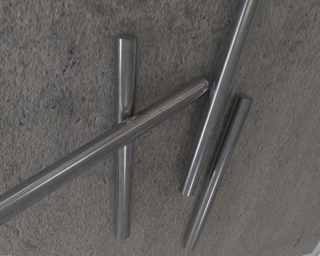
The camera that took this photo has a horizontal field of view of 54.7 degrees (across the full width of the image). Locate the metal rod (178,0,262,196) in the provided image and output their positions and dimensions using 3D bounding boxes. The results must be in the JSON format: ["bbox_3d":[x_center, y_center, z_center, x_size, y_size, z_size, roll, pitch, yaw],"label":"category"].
[{"bbox_3d":[0.074,-0.038,0.399,0.025,0.025,0.298,1,118,-29],"label":"metal rod"}]

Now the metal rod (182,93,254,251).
[{"bbox_3d":[0.088,0.086,0.507,0.025,0.025,0.298,0,118,-29],"label":"metal rod"}]

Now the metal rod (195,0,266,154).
[{"bbox_3d":[0.081,-0.037,0.427,0.025,0.025,0.298,1,118,-29],"label":"metal rod"}]

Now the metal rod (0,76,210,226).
[{"bbox_3d":[-0.058,0.018,0.339,0.302,0.025,0.025,-33,130,-25],"label":"metal rod"}]

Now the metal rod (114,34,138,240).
[{"bbox_3d":[-0.046,0.032,0.401,0.025,0.025,0.298,-9,123,-24],"label":"metal rod"}]
